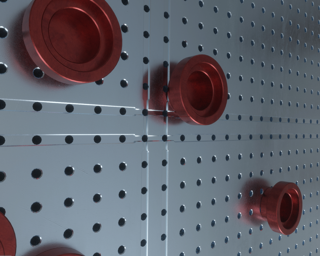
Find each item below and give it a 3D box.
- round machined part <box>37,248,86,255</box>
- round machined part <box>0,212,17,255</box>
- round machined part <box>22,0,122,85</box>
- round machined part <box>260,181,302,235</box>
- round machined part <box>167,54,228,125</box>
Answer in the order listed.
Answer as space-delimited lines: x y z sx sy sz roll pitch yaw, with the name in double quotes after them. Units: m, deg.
-0.102 0.178 0.314 0.099 0.042 0.097 0 90 -40 "round machined part"
-0.171 0.109 0.256 0.099 0.042 0.097 0 90 -40 "round machined part"
-0.092 -0.094 0.322 0.099 0.042 0.097 0 90 -40 "round machined part"
0.230 0.151 0.596 0.099 0.042 0.097 0 90 -40 "round machined part"
0.049 -0.052 0.442 0.099 0.042 0.097 0 90 -40 "round machined part"
